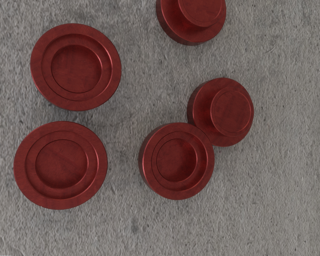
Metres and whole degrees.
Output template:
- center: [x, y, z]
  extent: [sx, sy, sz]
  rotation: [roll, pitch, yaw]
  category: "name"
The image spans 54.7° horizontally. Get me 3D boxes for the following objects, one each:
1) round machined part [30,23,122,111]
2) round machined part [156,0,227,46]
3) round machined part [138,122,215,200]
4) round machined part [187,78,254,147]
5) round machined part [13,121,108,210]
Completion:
- center: [-0.098, -0.068, 0.364]
  extent: [0.099, 0.042, 0.097]
  rotation: [0, 90, -20]
  category: "round machined part"
- center: [0.048, -0.165, 0.417]
  extent: [0.099, 0.042, 0.097]
  rotation: [0, 90, -20]
  category: "round machined part"
- center: [0.019, 0.041, 0.407]
  extent: [0.099, 0.042, 0.097]
  rotation: [0, 90, -20]
  category: "round machined part"
- center: [0.091, -0.022, 0.433]
  extent: [0.099, 0.042, 0.097]
  rotation: [0, 90, -20]
  category: "round machined part"
- center: [-0.113, 0.041, 0.358]
  extent: [0.099, 0.042, 0.097]
  rotation: [0, 90, -20]
  category: "round machined part"
